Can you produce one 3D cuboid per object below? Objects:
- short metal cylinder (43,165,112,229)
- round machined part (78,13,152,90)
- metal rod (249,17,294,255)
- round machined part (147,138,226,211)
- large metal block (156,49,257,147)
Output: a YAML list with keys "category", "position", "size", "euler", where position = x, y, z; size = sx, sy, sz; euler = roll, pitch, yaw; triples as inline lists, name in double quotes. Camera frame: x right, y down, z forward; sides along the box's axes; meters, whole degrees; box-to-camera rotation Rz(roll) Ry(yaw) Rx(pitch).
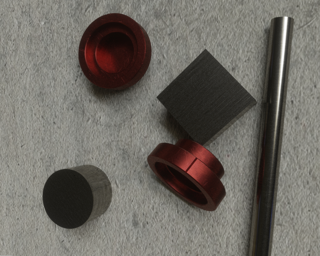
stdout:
- category: "short metal cylinder"
  position: [-0.115, 0.094, 0.436]
  size: [0.080, 0.050, 0.079]
  euler: [0, 90, 20]
- category: "round machined part"
  position: [-0.057, -0.100, 0.420]
  size: [0.098, 0.042, 0.097]
  euler: [0, 90, 20]
- category: "metal rod"
  position: [0.129, 0.024, 0.363]
  size: [0.025, 0.025, 0.298]
  euler: [5, 92, 20]
- category: "round machined part"
  position: [0.036, 0.050, 0.366]
  size: [0.098, 0.098, 0.042]
  euler: [34, 68, 16]
- category: "large metal block"
  position: [0.058, -0.034, 0.375]
  size: [0.080, 0.050, 0.080]
  euler: [-44, 77, 14]
